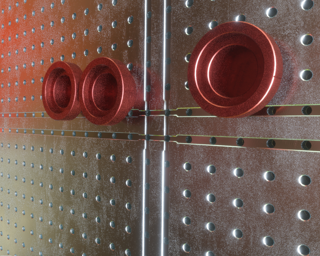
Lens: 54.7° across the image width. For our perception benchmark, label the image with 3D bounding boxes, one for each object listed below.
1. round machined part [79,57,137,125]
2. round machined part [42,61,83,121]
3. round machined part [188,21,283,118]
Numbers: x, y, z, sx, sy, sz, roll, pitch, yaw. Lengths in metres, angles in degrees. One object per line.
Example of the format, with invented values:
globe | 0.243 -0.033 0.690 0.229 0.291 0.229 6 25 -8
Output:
round machined part | -0.073 -0.052 0.456 0.098 0.042 0.097 0 90 39
round machined part | -0.154 -0.061 0.522 0.098 0.042 0.097 0 90 39
round machined part | 0.082 -0.059 0.330 0.098 0.042 0.097 0 90 39
